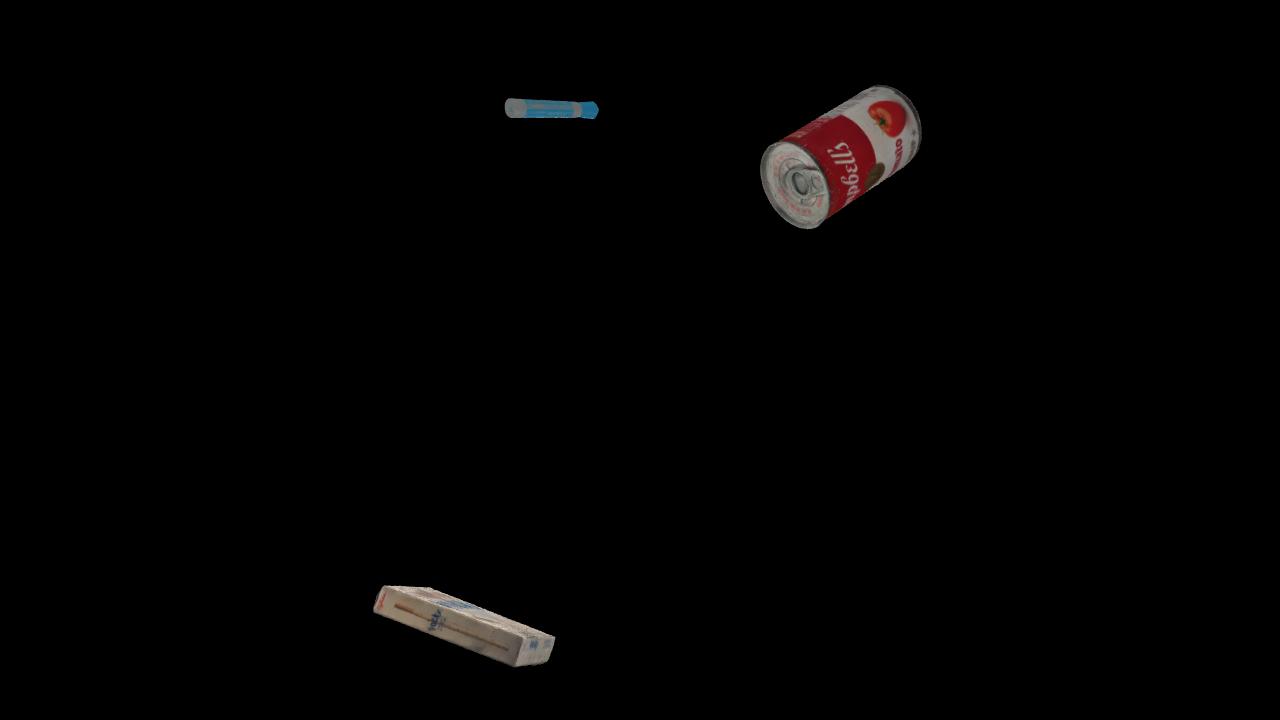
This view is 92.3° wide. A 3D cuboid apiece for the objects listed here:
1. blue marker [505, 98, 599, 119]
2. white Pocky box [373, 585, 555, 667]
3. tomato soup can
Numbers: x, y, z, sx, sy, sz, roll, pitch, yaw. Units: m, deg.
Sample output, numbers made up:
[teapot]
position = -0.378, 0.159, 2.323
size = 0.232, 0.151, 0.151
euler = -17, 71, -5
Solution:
[blue marker]
position = -0.092, -0.274, 0.673
size = 0.020, 0.020, 0.121
euler = 0, 15, 46
[white Pocky box]
position = -0.165, 0.251, 0.584
size = 0.154, 0.028, 0.084
euler = 12, -18, 18
[tomato soup can]
position = 0.149, -0.151, 0.457
size = 0.101, 0.068, 0.068
euler = -34, 12, -18
